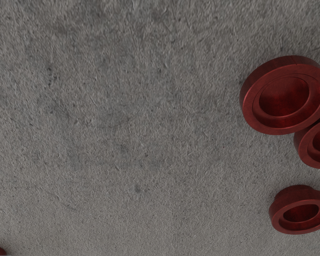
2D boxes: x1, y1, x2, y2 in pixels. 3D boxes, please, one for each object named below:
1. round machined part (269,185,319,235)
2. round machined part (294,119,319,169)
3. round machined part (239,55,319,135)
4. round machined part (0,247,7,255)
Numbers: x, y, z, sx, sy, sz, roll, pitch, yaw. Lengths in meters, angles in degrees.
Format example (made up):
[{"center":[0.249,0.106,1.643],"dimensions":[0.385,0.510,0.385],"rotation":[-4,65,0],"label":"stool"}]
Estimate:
[{"center":[0.228,0.131,0.509],"dimensions":[0.099,0.042,0.097],"rotation":[0,130,0],"label":"round machined part"},{"center":[0.224,0.006,0.403],"dimensions":[0.099,0.042,0.097],"rotation":[0,130,0],"label":"round machined part"},{"center":[0.142,-0.041,0.362],"dimensions":[0.099,0.042,0.097],"rotation":[0,130,0],"label":"round machined part"},{"center":[-0.351,0.268,0.621],"dimensions":[0.099,0.042,0.097],"rotation":[0,130,0],"label":"round machined part"}]
